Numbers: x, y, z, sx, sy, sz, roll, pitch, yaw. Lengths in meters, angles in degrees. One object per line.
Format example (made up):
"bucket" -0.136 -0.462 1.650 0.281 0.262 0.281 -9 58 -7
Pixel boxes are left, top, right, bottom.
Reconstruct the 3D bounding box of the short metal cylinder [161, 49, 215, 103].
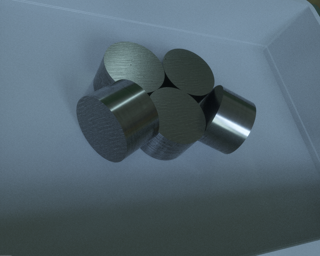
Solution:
"short metal cylinder" 0.030 -0.066 0.444 0.081 0.050 0.080 14 56 -21

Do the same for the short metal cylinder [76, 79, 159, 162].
"short metal cylinder" -0.048 -0.008 0.348 0.050 0.080 0.080 -35 81 -38

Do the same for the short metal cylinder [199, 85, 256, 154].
"short metal cylinder" 0.084 -0.011 0.420 0.050 0.080 0.080 26 53 -12

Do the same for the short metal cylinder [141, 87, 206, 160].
"short metal cylinder" 0.011 -0.005 0.396 0.081 0.050 0.080 14 56 -21

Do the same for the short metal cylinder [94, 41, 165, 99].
"short metal cylinder" -0.041 -0.065 0.405 0.081 0.050 0.080 14 56 -21
